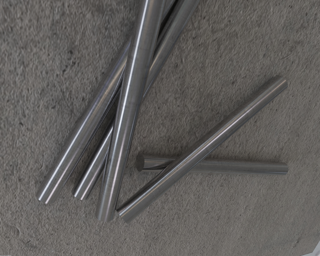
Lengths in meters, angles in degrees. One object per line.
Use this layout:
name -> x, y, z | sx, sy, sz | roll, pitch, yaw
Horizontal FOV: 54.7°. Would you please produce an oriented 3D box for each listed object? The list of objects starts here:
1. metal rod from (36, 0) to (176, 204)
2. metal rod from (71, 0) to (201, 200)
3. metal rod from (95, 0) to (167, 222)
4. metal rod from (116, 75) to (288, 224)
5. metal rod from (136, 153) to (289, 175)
metal rod -> -0.061, -0.037, 0.350 | 0.025, 0.025, 0.299 | 24, 106, -37
metal rod -> -0.029, -0.039, 0.366 | 0.025, 0.025, 0.298 | 20, 108, -36
metal rod -> -0.036, -0.018, 0.342 | 0.025, 0.025, 0.298 | 1, 118, -29
metal rod -> 0.066, 0.023, 0.433 | 0.301, 0.025, 0.025 | -39, 130, -12
metal rod -> 0.101, 0.061, 0.499 | 0.302, 0.025, 0.025 | 7, 115, -32
